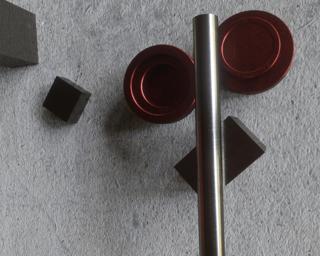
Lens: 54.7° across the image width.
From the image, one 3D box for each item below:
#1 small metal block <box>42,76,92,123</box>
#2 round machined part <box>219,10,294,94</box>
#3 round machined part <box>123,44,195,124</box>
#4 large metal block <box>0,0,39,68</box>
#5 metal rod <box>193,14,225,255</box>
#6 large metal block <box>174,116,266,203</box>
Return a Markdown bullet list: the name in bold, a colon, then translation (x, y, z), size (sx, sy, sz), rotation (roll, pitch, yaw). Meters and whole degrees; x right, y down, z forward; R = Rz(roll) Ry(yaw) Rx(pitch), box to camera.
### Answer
- **small metal block**: translation (-0.137, -0.042, 0.457), size (0.050, 0.025, 0.050), rotation (32, 100, 17)
- **round machined part**: translation (0.104, -0.090, 0.363), size (0.098, 0.042, 0.097), rotation (0, 90, 20)
- **round machined part**: translation (0.007, -0.054, 0.398), size (0.098, 0.042, 0.097), rotation (0, 90, 20)
- **large metal block**: translation (-0.232, -0.139, 0.462), size (0.050, 0.080, 0.080), rotation (-5, 89, 20)
- **metal rod**: translation (0.049, 0.040, 0.306), size (0.025, 0.025, 0.298), rotation (-2, 89, 20)
- **large metal block**: translation (0.072, 0.032, 0.354), size (0.080, 0.080, 0.050), rotation (-45, 76, 14)
